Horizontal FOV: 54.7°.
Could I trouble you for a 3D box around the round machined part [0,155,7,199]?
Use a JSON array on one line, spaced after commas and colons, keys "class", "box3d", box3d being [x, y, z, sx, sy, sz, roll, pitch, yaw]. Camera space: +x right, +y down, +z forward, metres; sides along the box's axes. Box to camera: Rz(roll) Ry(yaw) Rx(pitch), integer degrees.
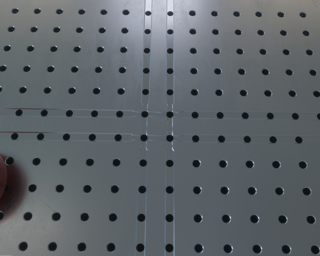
[{"class": "round machined part", "box3d": [-0.236, 0.066, 0.377, 0.099, 0.042, 0.098, 0, 70, 0]}]
